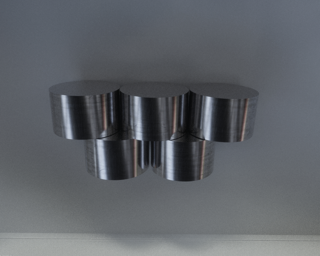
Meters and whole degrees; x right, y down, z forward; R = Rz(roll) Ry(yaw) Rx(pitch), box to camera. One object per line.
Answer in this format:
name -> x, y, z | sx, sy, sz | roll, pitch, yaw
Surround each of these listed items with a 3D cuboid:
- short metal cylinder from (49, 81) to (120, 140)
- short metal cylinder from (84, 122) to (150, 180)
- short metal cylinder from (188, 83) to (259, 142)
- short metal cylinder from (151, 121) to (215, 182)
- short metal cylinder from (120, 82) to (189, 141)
short metal cylinder -> -0.088, -0.024, 0.370 | 0.081, 0.080, 0.050 | 1, 110, -1
short metal cylinder -> -0.053, 0.023, 0.388 | 0.081, 0.080, 0.050 | 1, 110, -1
short metal cylinder -> 0.074, -0.021, 0.373 | 0.081, 0.080, 0.050 | 2, 110, -1
short metal cylinder -> 0.029, 0.025, 0.390 | 0.081, 0.080, 0.050 | 1, 110, -1
short metal cylinder -> -0.007, -0.022, 0.372 | 0.081, 0.080, 0.050 | 1, 110, -1
